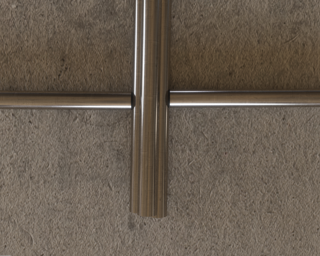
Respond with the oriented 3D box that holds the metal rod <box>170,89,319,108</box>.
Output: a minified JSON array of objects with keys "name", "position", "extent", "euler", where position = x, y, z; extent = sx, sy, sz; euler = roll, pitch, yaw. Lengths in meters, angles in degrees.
[{"name":"metal rod","position":[0.164,-0.040,0.413],"extent":[0.302,0.025,0.025],"euler":[0,90,-1]}]

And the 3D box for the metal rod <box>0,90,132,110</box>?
[{"name":"metal rod","position":[-0.188,-0.037,0.408],"extent":[0.302,0.025,0.025],"euler":[0,90,-1]}]

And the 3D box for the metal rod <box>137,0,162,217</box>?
[{"name":"metal rod","position":[-0.013,-0.040,0.391],"extent":[0.025,0.025,0.298],"euler":[1,90,-1]}]

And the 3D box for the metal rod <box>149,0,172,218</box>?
[{"name":"metal rod","position":[0.000,-0.033,0.412],"extent":[0.025,0.025,0.298],"euler":[1,90,-1]}]

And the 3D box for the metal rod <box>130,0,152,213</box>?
[{"name":"metal rod","position":[-0.025,-0.039,0.411],"extent":[0.025,0.025,0.298],"euler":[1,90,-1]}]
